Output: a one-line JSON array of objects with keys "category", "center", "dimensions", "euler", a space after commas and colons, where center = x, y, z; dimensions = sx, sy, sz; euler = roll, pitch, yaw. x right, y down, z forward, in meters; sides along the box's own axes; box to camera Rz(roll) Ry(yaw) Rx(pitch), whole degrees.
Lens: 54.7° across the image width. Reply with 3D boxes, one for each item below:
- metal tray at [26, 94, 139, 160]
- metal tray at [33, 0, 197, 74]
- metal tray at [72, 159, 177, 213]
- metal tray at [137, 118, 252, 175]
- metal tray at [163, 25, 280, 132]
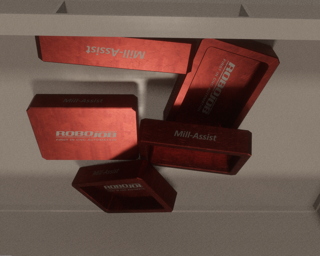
[{"category": "metal tray", "center": [-0.094, 0.001, 0.405], "dimensions": [0.131, 0.030, 0.089], "euler": [0, 130, -1]}, {"category": "metal tray", "center": [-0.036, -0.091, 0.288], "dimensions": [0.131, 0.090, 0.030], "euler": [4, 130, -4]}, {"category": "metal tray", "center": [-0.052, 0.090, 0.454], "dimensions": [0.130, 0.030, 0.090], "euler": [-11, 134, 32]}, {"category": "metal tray", "center": [0.041, 0.027, 0.394], "dimensions": [0.131, 0.030, 0.090], "euler": [7, 156, 3]}, {"category": "metal tray", "center": [0.066, -0.045, 0.368], "dimensions": [0.091, 0.030, 0.129], "euler": [14, 129, -12]}]
